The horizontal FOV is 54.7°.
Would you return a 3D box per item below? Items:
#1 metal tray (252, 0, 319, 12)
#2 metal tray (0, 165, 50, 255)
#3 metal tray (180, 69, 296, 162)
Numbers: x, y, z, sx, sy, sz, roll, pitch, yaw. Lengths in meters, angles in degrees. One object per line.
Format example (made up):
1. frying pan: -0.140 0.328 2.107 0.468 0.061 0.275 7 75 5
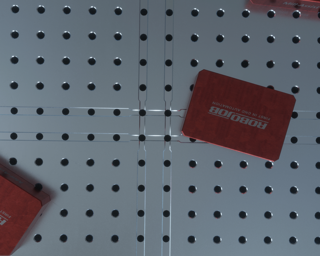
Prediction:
1. metal tray: 0.195 -0.208 0.413 0.131 0.030 0.089 7 90 -1
2. metal tray: -0.227 0.097 0.408 0.130 0.030 0.090 33 90 -1
3. metal tray: 0.102 -0.016 0.412 0.131 0.030 0.090 16 90 -1
